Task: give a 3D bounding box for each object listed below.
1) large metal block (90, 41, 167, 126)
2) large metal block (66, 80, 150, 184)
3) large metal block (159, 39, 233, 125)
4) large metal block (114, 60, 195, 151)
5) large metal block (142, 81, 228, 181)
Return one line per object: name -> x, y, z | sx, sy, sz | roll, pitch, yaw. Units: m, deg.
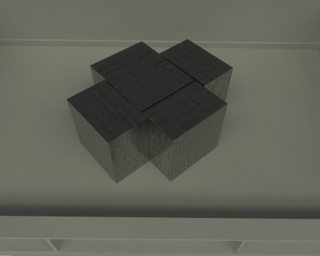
large metal block -> -0.039, -0.056, 0.414 | 0.080, 0.080, 0.050 | -33, 58, -25
large metal block -> -0.058, 0.004, 0.364 | 0.050, 0.080, 0.080 | -34, 58, -25
large metal block -> 0.044, -0.059, 0.419 | 0.050, 0.080, 0.080 | -34, 58, -25
large metal block -> -0.006, -0.026, 0.390 | 0.080, 0.080, 0.050 | -33, 58, -25
large metal block -> 0.027, 0.004, 0.366 | 0.080, 0.080, 0.050 | -33, 58, -25
